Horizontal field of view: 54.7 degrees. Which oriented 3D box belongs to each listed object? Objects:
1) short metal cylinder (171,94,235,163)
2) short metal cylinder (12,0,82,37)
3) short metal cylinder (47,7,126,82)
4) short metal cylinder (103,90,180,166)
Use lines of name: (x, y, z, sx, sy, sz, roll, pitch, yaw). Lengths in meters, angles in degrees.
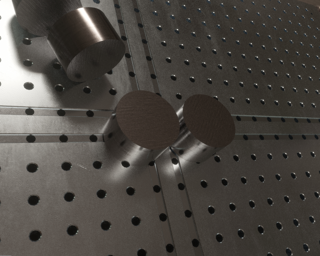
short metal cylinder: (0.054, 0.001, 0.423, 0.081, 0.050, 0.080, 14, 56, -21)
short metal cylinder: (-0.145, -0.164, 0.395, 0.081, 0.080, 0.050, -10, 67, -33)
short metal cylinder: (-0.091, -0.102, 0.387, 0.081, 0.080, 0.050, -23, 75, -37)
short metal cylinder: (-0.023, 0.001, 0.381, 0.081, 0.050, 0.080, 14, 56, -21)
